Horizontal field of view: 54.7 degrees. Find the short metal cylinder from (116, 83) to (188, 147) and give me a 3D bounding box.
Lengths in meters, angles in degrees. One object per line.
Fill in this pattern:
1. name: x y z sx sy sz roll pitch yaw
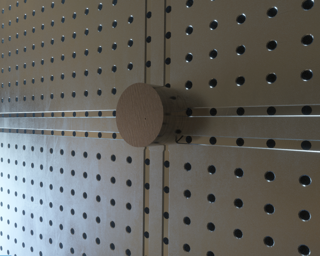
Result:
1. short metal cylinder: -0.011 -0.016 0.400 0.080 0.050 0.079 0 90 39
